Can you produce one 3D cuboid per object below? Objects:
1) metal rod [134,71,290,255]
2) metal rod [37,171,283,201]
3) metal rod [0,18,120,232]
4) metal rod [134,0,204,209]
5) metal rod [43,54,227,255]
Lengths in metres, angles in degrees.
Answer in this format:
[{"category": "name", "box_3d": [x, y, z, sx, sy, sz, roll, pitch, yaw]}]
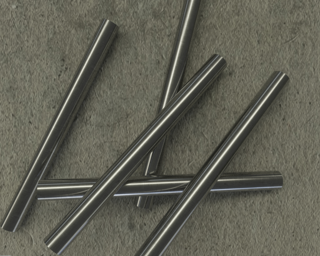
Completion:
[{"category": "metal rod", "box_3d": [0.068, 0.045, 0.376, 0.025, 0.025, 0.300, 40, 76, 0]}, {"category": "metal rod", "box_3d": [0.008, 0.071, 0.387, 0.302, 0.025, 0.025, -1, 90, -10]}, {"category": "metal rod", "box_3d": [-0.131, -0.004, 0.408, 0.025, 0.025, 0.299, 26, 90, -1]}, {"category": "metal rod", "box_3d": [0.013, -0.042, 0.410, 0.025, 0.025, 0.298, 14, 90, -1]}, {"category": "metal rod", "box_3d": [-0.017, 0.019, 0.369, 0.025, 0.025, 0.301, 42, 73, 0]}]
